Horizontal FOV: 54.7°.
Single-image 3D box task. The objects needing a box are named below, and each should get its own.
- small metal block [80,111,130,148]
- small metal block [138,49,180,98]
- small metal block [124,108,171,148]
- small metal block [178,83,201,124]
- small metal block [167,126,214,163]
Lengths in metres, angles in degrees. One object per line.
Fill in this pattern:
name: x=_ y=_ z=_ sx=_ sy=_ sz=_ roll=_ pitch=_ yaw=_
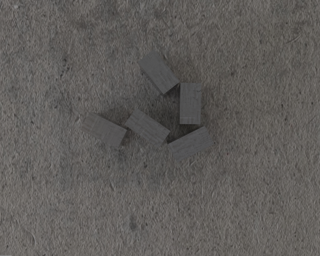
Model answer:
small metal block: x=-0.068 y=0.002 z=0.397 sx=0.050 sy=0.050 sz=0.025 roll=26 pitch=90 yaw=0
small metal block: x=-0.001 y=-0.068 z=0.397 sx=0.025 sy=0.050 sz=0.050 roll=-38 pitch=90 yaw=0
small metal block: x=-0.015 y=0.000 z=0.397 sx=0.050 sy=0.050 sz=0.025 roll=35 pitch=90 yaw=0
small metal block: x=0.037 y=-0.030 z=0.398 sx=0.025 sy=0.050 sz=0.050 roll=1 pitch=90 yaw=0
small metal block: x=0.037 y=0.019 z=0.398 sx=0.050 sy=0.050 sz=0.025 roll=-27 pitch=90 yaw=0
